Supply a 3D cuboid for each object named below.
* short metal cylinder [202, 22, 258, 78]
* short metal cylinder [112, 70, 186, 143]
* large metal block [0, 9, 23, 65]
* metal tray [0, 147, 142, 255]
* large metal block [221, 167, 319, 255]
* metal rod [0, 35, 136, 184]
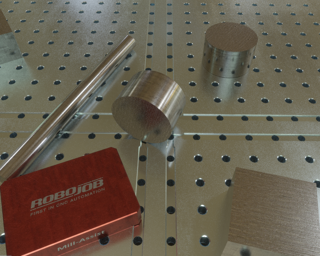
[{"bbox_3d":[0.111,-0.126,0.498,0.080,0.050,0.080,0,50,0],"label":"short metal cylinder"},{"bbox_3d":[-0.014,-0.026,0.393,0.080,0.080,0.050,18,52,14],"label":"short metal cylinder"},{"bbox_3d":[-0.286,-0.145,0.512,0.081,0.050,0.080,-24,54,-19],"label":"large metal block"},{"bbox_3d":[-0.096,0.081,0.336,0.131,0.030,0.090,-18,52,-15],"label":"metal tray"},{"bbox_3d":[0.109,0.094,0.313,0.080,0.050,0.080,11,51,9],"label":"large metal block"},{"bbox_3d":[-0.116,-0.044,0.443,0.025,0.025,0.301,20,53,16],"label":"metal rod"}]
